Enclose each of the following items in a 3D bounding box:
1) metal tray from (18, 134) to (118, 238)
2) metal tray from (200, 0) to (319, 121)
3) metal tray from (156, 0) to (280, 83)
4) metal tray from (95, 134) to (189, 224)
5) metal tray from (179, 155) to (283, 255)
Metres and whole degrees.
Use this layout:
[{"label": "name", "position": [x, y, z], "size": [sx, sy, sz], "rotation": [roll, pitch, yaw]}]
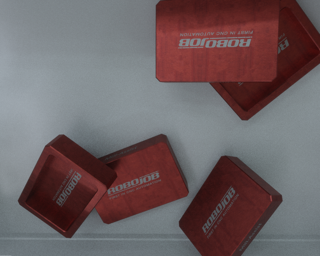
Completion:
[{"label": "metal tray", "position": [-0.125, 0.081, 0.409], "size": [0.090, 0.030, 0.129], "rotation": [37, 123, -2]}, {"label": "metal tray", "position": [0.125, -0.083, 0.379], "size": [0.130, 0.030, 0.090], "rotation": [-41, 106, 13]}, {"label": "metal tray", "position": [0.062, -0.096, 0.347], "size": [0.131, 0.030, 0.089], "rotation": [2, 96, 13]}, {"label": "metal tray", "position": [-0.036, 0.073, 0.435], "size": [0.130, 0.030, 0.090], "rotation": [-22, 109, 7]}, {"label": "metal tray", "position": [0.090, 0.114, 0.419], "size": [0.030, 0.090, 0.129], "rotation": [12, 114, -44]}]
